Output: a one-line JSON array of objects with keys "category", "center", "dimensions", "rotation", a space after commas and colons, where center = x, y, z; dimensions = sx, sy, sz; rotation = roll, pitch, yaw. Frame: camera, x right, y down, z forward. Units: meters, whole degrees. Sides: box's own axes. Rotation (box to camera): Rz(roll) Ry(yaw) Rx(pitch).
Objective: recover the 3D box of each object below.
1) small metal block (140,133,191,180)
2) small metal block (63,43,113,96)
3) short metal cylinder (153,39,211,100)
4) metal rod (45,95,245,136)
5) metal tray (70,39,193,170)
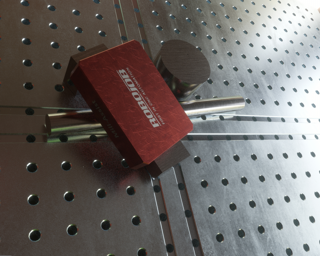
[{"category": "small metal block", "center": [0.002, 0.029, 0.391], "dimensions": [0.050, 0.025, 0.050], "rotation": [-26, 76, -37]}, {"category": "small metal block", "center": [-0.089, -0.073, 0.389], "dimensions": [0.025, 0.050, 0.050], "rotation": [49, 51, 6]}, {"category": "short metal cylinder", "center": [0.027, -0.083, 0.458], "dimensions": [0.081, 0.050, 0.080], "rotation": [14, 56, -21]}, {"category": "metal rod", "center": [0.002, -0.022, 0.425], "dimensions": [0.303, 0.025, 0.025], "rotation": [-8, 66, -32]}, {"category": "metal tray", "center": [-0.029, -0.030, 0.359], "dimensions": [0.091, 0.030, 0.130], "rotation": [-35, 93, -38]}]
